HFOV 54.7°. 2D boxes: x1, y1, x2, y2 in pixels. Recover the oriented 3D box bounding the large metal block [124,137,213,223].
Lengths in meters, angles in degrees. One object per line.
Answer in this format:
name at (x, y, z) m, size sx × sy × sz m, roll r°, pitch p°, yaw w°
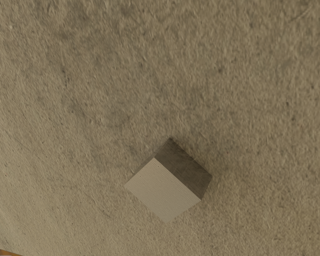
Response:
large metal block at (0.011, 0.074, 0.429) m, size 0.080 × 0.050 × 0.080 m, roll 43°, pitch 129°, yaw -2°
